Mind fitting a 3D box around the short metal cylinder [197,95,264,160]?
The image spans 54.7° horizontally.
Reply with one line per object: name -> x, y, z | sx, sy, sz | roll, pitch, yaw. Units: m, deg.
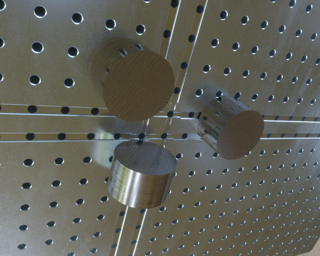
short metal cylinder -> 0.102, -0.001, 0.450 | 0.081, 0.050, 0.079 | -14, 124, -21

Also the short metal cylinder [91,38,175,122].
short metal cylinder -> -0.031, -0.054, 0.345 | 0.081, 0.050, 0.079 | -14, 124, -21

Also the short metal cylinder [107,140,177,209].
short metal cylinder -> -0.023, 0.057, 0.398 | 0.081, 0.080, 0.050 | 1, 118, -29
